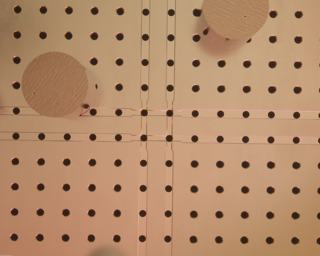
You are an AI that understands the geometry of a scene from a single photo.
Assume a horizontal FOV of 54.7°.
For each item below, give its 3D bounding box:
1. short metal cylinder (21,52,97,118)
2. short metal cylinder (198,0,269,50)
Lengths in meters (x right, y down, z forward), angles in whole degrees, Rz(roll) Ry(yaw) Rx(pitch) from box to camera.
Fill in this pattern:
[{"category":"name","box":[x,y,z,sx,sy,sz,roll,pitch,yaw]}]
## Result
[{"category":"short metal cylinder","box":[-0.127,-0.053,0.400,0.081,0.050,0.079,0,90,0]},{"category":"short metal cylinder","box":[0.093,-0.148,0.401,0.081,0.050,0.079,0,90,0]}]
